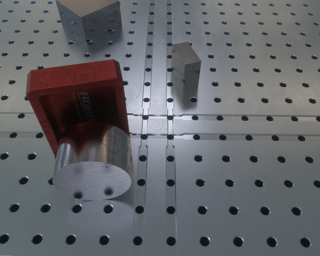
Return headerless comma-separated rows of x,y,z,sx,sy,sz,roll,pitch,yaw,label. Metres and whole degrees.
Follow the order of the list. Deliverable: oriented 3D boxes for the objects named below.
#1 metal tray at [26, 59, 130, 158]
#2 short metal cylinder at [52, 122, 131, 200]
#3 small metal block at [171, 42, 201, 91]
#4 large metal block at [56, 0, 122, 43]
-0.083,-0.011,0.348,0.091,0.129,0.030,-10,51,-8,metal tray
-0.072,0.038,0.339,0.081,0.080,0.050,-3,50,-3,short metal cylinder
0.039,-0.094,0.470,0.025,0.050,0.050,-15,52,-12,small metal block
-0.129,-0.210,0.567,0.080,0.050,0.080,-36,59,-26,large metal block
